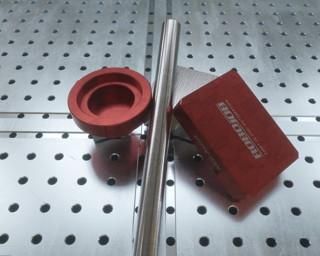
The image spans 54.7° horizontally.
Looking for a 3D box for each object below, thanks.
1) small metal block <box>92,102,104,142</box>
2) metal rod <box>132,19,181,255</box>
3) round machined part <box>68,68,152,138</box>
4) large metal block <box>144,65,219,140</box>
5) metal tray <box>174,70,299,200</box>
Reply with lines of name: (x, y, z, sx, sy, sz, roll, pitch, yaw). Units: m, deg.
small metal block: (-0.072, -0.015, 0.416, 0.050, 0.025, 0.050, -17, 52, -14)
metal rod: (0.000, 0.000, 0.351, 0.025, 0.025, 0.299, 5, 66, 4)
round machined part: (-0.058, -0.026, 0.378, 0.099, 0.042, 0.098, -2, 51, 2)
large metal block: (0.030, -0.036, 0.417, 0.080, 0.050, 0.080, 18, 52, 14)
metal tray: (0.088, 0.006, 0.363, 0.091, 0.030, 0.130, -32, 82, -23)
